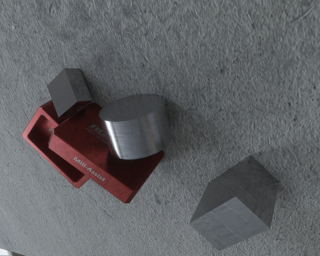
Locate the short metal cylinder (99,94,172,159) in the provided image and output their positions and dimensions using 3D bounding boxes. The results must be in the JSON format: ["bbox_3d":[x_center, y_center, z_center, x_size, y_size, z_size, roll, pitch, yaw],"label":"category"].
[{"bbox_3d":[-0.029,-0.004,0.384,0.080,0.080,0.050,2,119,27],"label":"short metal cylinder"}]

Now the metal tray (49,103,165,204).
[{"bbox_3d":[-0.069,0.029,0.419,0.130,0.090,0.030,35,129,4],"label":"metal tray"}]

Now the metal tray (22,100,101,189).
[{"bbox_3d":[-0.153,0.029,0.501,0.130,0.030,0.090,45,129,-4],"label":"metal tray"}]

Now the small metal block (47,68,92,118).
[{"bbox_3d":[-0.127,-0.049,0.432,0.050,0.025,0.050,-30,78,38],"label":"small metal block"}]

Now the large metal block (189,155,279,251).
[{"bbox_3d":[0.092,0.091,0.379,0.050,0.080,0.080,43,129,-2],"label":"large metal block"}]
